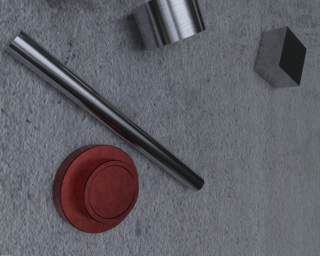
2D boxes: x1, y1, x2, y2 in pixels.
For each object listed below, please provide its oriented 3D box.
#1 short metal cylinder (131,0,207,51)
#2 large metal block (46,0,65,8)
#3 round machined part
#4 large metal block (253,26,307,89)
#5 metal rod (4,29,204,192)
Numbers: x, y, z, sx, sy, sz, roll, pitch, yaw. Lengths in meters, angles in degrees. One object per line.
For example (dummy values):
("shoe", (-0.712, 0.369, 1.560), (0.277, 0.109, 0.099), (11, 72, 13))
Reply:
("short metal cylinder", (0.011, -0.133, 0.380), (0.081, 0.080, 0.050), (-33, 111, -36))
("large metal block", (-0.077, -0.170, 0.305), (0.080, 0.080, 0.050), (-47, 119, -30))
("round machined part", (-0.063, 0.067, 0.343), (0.099, 0.042, 0.097), (0, 90, -40))
("large metal block", (0.227, -0.130, 0.582), (0.080, 0.050, 0.080), (27, 73, -37))
("metal rod", (-0.042, -0.001, 0.371), (0.301, 0.025, 0.025), (41, 65, -33))
